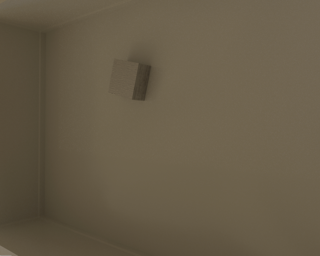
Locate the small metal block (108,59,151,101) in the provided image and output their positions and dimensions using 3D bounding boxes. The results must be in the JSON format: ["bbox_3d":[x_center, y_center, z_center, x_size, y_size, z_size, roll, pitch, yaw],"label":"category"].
[{"bbox_3d":[-0.044,-0.069,0.441,0.050,0.025,0.050,19,102,38],"label":"small metal block"}]
